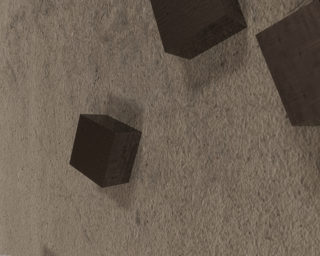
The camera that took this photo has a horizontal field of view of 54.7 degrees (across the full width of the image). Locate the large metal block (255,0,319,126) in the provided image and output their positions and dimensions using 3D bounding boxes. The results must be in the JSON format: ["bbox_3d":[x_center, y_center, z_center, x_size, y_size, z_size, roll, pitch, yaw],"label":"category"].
[{"bbox_3d":[0.132,-0.047,0.259,0.050,0.081,0.080,-27,74,37],"label":"large metal block"}]

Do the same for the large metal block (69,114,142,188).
[{"bbox_3d":[-0.081,0.030,0.453,0.080,0.050,0.079,25,105,37],"label":"large metal block"}]

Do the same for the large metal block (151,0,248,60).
[{"bbox_3d":[0.041,-0.136,0.353,0.080,0.050,0.080,-24,75,37],"label":"large metal block"}]

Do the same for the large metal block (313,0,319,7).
[{"bbox_3d":[0.169,-0.152,0.249,0.080,0.050,0.079,6,94,39],"label":"large metal block"}]
